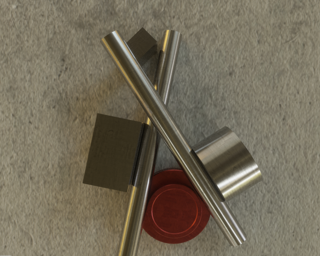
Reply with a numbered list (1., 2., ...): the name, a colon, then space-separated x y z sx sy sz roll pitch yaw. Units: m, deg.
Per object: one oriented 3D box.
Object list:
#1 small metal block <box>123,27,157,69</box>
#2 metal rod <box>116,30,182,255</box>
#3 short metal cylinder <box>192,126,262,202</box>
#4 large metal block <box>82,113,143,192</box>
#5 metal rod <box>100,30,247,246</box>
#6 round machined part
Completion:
1. small metal block: -0.030 -0.096 0.398 0.050 0.050 0.025 -45 91 0
2. metal rod: -0.013 0.020 0.396 0.025 0.025 0.298 12 84 -1
3. short metal cylinder: 0.081 0.045 0.385 0.050 0.080 0.080 -32 90 0
4. large metal block: -0.053 0.027 0.383 0.050 0.080 0.080 12 90 0
5. metal rod: 0.022 0.020 0.377 0.025 0.025 0.299 -33 99 0
6. round machined part: 0.018 0.103 0.404 0.099 0.042 0.097 0 90 -1
